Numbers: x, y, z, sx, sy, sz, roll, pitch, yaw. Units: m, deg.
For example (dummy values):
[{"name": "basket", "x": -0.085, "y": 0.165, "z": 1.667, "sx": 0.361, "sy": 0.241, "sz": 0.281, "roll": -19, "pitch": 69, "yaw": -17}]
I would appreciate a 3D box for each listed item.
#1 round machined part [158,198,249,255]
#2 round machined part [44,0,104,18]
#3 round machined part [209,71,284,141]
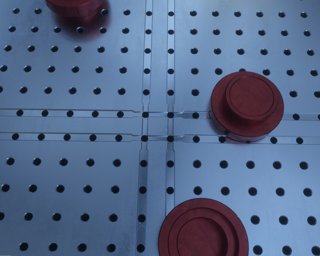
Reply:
[{"name": "round machined part", "x": 0.047, "y": 0.132, "z": 0.355, "sx": 0.099, "sy": 0.042, "sz": 0.098, "roll": 0, "pitch": 70, "yaw": 0}, {"name": "round machined part", "x": -0.131, "y": -0.211, "z": 0.479, "sx": 0.099, "sy": 0.042, "sz": 0.098, "roll": 0, "pitch": 70, "yaw": 0}, {"name": "round machined part", "x": 0.118, "y": -0.034, "z": 0.416, "sx": 0.099, "sy": 0.042, "sz": 0.098, "roll": 0, "pitch": 70, "yaw": 0}]
